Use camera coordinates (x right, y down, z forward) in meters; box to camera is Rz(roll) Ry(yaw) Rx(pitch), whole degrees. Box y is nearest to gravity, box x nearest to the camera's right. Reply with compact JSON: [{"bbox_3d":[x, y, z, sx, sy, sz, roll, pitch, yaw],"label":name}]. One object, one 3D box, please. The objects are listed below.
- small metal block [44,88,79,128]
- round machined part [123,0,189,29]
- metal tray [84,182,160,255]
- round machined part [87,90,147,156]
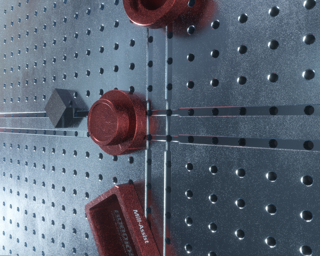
[{"bbox_3d":[-0.178,-0.035,0.557,0.050,0.025,0.050,-52,60,27],"label":"small metal block"},{"bbox_3d":[0.001,-0.176,0.398,0.098,0.042,0.097,0,90,40],"label":"round machined part"},{"bbox_3d":[-0.056,0.157,0.452,0.090,0.030,0.130,-36,68,34],"label":"metal tray"},{"bbox_3d":[-0.070,-0.008,0.456,0.098,0.042,0.097,0,90,40],"label":"round machined part"}]
